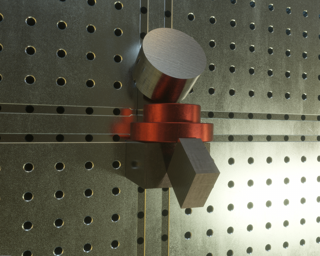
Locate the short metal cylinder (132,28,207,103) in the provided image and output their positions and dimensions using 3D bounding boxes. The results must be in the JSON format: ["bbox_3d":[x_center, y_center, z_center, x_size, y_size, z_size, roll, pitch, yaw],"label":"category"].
[{"bbox_3d":[0.011,-0.077,0.386,0.081,0.050,0.080,10,57,-15],"label":"short metal cylinder"}]

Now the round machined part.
[{"bbox_3d":[0.014,-0.006,0.369,0.099,0.098,0.042,1,90,-20],"label":"round machined part"}]

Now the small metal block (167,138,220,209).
[{"bbox_3d":[0.032,0.045,0.315,0.025,0.050,0.050,1,128,-21],"label":"small metal block"}]

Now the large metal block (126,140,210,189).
[{"bbox_3d":[0.007,0.041,0.386,0.081,0.080,0.050,1,90,-20],"label":"large metal block"}]

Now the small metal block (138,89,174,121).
[{"bbox_3d":[-0.002,-0.031,0.412,0.050,0.025,0.050,1,90,-21],"label":"small metal block"}]
